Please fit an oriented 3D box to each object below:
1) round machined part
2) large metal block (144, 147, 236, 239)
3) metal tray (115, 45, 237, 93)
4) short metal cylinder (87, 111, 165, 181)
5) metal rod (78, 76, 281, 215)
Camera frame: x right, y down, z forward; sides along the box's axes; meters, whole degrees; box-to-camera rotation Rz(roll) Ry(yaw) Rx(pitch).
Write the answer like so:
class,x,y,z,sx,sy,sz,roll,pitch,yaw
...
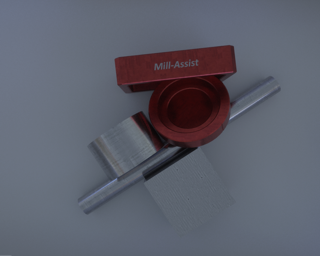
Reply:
class,x,y,z,sx,sy,sz,roll,pitch,yaw
round machined part,0.039,-0.020,0.388,0.098,0.042,0.098,-6,64,13
large metal block,0.036,0.078,0.397,0.080,0.050,0.080,-33,90,0
metal tray,0.017,-0.068,0.377,0.131,0.090,0.030,-6,90,-1
short metal cylinder,-0.041,0.022,0.382,0.080,0.080,0.050,-33,90,0
metal rod,0.026,0.022,0.410,0.301,0.025,0.025,-33,90,-1
